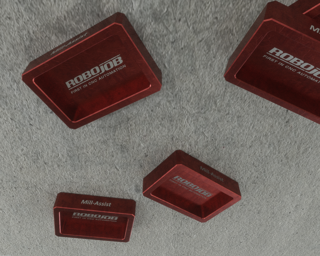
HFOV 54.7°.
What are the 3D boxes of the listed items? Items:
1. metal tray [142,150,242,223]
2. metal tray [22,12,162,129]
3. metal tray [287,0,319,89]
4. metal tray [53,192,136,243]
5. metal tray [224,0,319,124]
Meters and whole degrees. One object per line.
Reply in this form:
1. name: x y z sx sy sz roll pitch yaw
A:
1. metal tray: 0.050 0.095 0.485 0.131 0.030 0.090 31 124 -24
2. metal tray: -0.075 -0.059 0.352 0.130 0.030 0.090 -23 127 18
3. metal tray: 0.198 -0.092 0.327 0.090 0.030 0.130 -30 124 23
4. metal tray: -0.112 0.156 0.535 0.131 0.030 0.089 8 130 -7
5. metal tray: 0.144 -0.060 0.316 0.131 0.030 0.090 24 147 -3
